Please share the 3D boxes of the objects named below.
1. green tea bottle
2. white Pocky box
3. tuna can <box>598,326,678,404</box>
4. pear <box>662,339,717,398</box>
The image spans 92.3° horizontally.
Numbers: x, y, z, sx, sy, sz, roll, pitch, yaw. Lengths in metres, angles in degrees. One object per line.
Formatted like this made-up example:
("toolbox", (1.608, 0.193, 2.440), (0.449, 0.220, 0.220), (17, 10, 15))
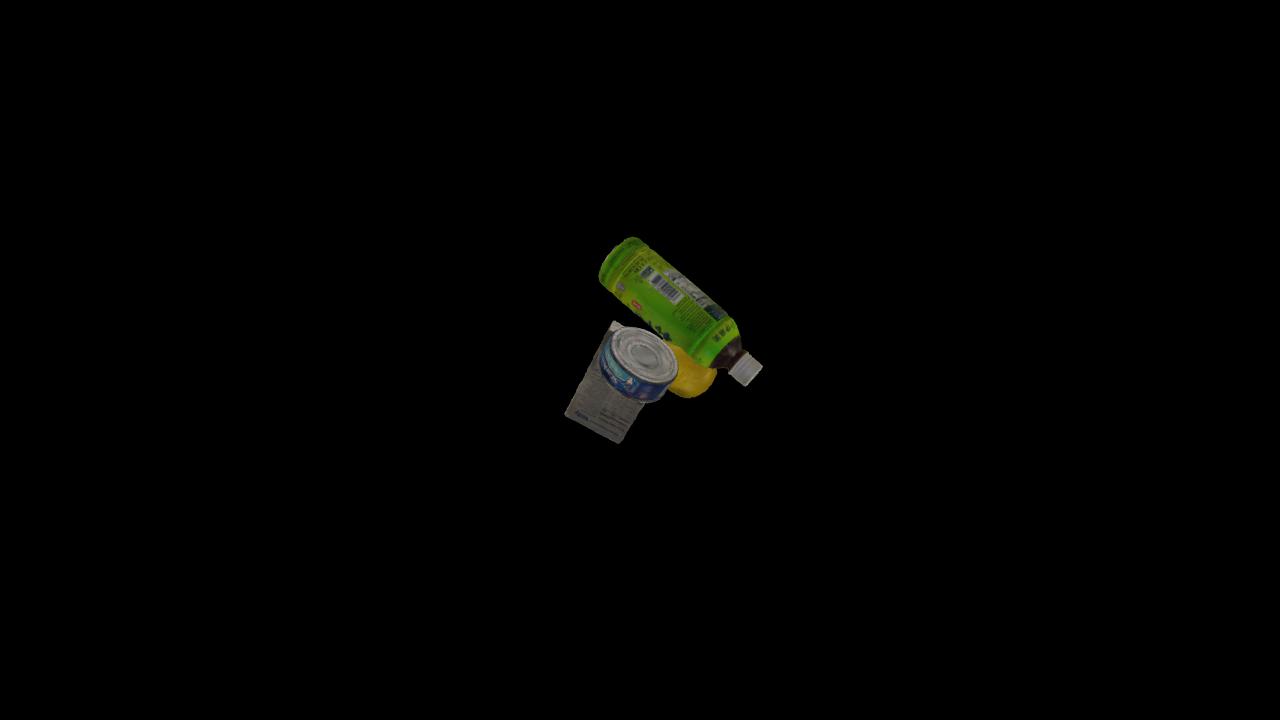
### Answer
("green tea bottle", (0.049, -0.051, 0.695), (0.212, 0.073, 0.073), (42, 12, 14))
("white Pocky box", (-0.029, 0.032, 0.759), (0.084, 0.154, 0.028), (29, 36, -2))
("tuna can", (-0.001, 0.004, 0.662), (0.084, 0.084, 0.034), (0, -40, -36))
("pear", (0.060, -0.014, 0.713), (0.080, 0.111, 0.080), (28, -6, 3))
